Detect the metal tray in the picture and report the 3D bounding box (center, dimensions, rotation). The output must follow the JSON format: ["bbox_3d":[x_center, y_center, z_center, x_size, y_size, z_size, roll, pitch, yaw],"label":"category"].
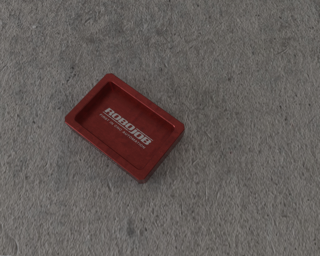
[{"bbox_3d":[-0.045,-0.001,0.405,0.130,0.030,0.090,36,74,12],"label":"metal tray"}]
